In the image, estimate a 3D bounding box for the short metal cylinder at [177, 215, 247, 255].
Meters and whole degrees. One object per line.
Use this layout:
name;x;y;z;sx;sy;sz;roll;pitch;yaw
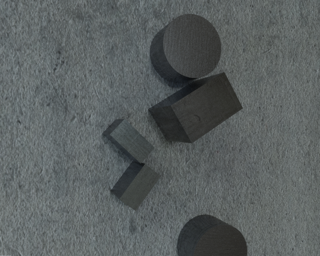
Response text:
short metal cylinder;0.070;0.165;0.423;0.081;0.050;0.079;0;90;-21

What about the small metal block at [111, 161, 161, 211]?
small metal block;-0.031;0.069;0.385;0.025;0.050;0.050;40;77;-16

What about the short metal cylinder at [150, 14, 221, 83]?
short metal cylinder;0.033;-0.102;0.409;0.081;0.050;0.079;0;90;-21

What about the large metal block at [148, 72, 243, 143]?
large metal block;0.042;-0.025;0.397;0.080;0.080;0.050;-33;101;-17

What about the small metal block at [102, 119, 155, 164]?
small metal block;-0.040;0.015;0.382;0.050;0.050;0.025;45;76;-15
